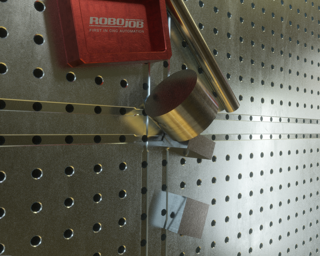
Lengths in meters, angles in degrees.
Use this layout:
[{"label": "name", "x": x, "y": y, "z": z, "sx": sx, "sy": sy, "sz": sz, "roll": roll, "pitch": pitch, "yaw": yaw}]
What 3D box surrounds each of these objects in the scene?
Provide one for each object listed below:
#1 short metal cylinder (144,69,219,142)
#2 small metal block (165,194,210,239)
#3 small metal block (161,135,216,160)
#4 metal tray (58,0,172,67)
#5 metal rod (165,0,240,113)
[{"label": "short metal cylinder", "x": 0.027, "y": -0.029, "z": 0.398, "sx": 0.050, "sy": 0.080, "sz": 0.080, "roll": 46, "pitch": 62, "yaw": -31}, {"label": "small metal block", "x": 0.040, "y": 0.128, "z": 0.446, "sx": 0.050, "sy": 0.025, "sz": 0.050, "roll": 27, "pitch": 73, "yaw": -37}, {"label": "small metal block", "x": 0.039, "y": 0.023, "z": 0.428, "sx": 0.050, "sy": 0.050, "sz": 0.025, "roll": 27, "pitch": 73, "yaw": -37}, {"label": "metal tray", "x": -0.048, "y": -0.122, "z": 0.366, "sx": 0.131, "sy": 0.030, "sz": 0.089, "roll": -13, "pitch": 99, "yaw": -39}, {"label": "metal rod", "x": 0.042, "y": -0.142, "z": 0.445, "sx": 0.025, "sy": 0.025, "sz": 0.300, "roll": -51, "pitch": 120, "yaw": -28}]
